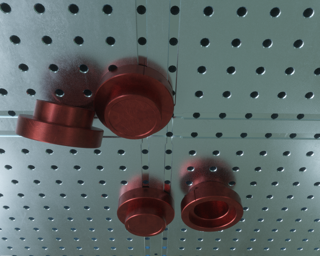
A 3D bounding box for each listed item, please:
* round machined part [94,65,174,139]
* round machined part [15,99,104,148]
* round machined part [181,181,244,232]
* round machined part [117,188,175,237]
[{"bbox_3d":[-0.032,-0.024,0.379,0.099,0.042,0.097,0,130,0],"label":"round machined part"},{"bbox_3d":[-0.115,-0.007,0.370,0.099,0.098,0.042,12,91,-10],"label":"round machined part"},{"bbox_3d":[0.083,0.125,0.507,0.099,0.042,0.097,0,130,0],"label":"round machined part"},{"bbox_3d":[-0.024,0.148,0.526,0.099,0.042,0.097,0,130,0],"label":"round machined part"}]
